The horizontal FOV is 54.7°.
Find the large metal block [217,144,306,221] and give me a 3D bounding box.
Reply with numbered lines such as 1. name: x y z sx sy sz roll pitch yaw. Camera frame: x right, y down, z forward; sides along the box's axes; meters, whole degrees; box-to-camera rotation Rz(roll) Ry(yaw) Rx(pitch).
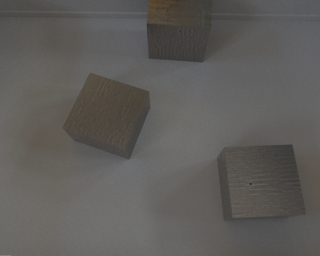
1. large metal block: 0.117 0.067 0.373 0.081 0.050 0.080 -2 70 -1

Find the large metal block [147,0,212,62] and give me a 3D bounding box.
1. large metal block: 0.026 -0.137 0.430 0.080 0.080 0.050 4 70 1

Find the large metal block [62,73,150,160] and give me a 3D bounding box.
1. large metal block: -0.065 -0.015 0.401 0.080 0.050 0.080 18 71 6
